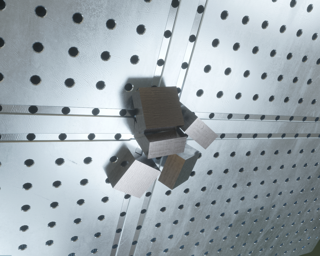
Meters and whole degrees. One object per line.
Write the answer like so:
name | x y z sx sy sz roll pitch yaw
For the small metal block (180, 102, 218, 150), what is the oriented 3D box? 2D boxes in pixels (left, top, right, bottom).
small metal block | 0.043 -0.004 0.415 0.025 0.050 0.050 -48 129 5

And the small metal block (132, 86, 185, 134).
small metal block | -0.002 -0.022 0.378 0.050 0.025 0.050 -6 78 -26

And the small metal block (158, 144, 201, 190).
small metal block | 0.028 0.055 0.445 0.050 0.025 0.050 -15 131 -58

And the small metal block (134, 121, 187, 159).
small metal block | -0.001 0.011 0.400 0.050 0.050 0.025 -8 125 -24

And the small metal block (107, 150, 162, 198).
small metal block | -0.035 0.065 0.431 0.050 0.025 0.050 31 101 -38
